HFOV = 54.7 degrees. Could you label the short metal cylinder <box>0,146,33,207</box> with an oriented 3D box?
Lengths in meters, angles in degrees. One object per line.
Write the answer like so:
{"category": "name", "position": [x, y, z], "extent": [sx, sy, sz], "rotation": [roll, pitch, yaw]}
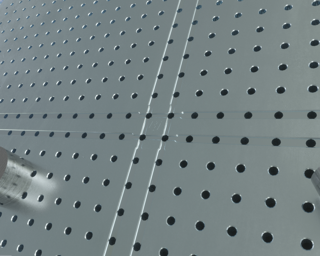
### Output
{"category": "short metal cylinder", "position": [-0.244, 0.074, 0.472], "extent": [0.080, 0.050, 0.080], "rotation": [-13, 56, 20]}

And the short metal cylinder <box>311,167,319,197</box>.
{"category": "short metal cylinder", "position": [0.175, 0.050, 0.251], "extent": [0.080, 0.080, 0.050], "rotation": [-24, 53, 13]}
